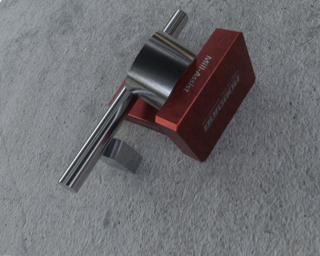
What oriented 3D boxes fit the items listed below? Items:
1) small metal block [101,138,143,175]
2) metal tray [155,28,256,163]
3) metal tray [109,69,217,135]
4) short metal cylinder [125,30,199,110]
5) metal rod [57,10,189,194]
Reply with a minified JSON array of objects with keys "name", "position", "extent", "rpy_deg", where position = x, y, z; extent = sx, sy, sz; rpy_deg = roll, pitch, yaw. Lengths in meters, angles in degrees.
[{"name":"small metal block","position":[-0.058,0.033,0.398],"extent":[0.050,0.050,0.025],"rpy_deg":[14,69,33]},{"name":"metal tray","position":[0.058,-0.035,0.354],"extent":[0.030,0.090,0.130],"rpy_deg":[25,75,36]},{"name":"metal tray","position":[0.003,-0.042,0.425],"extent":[0.130,0.030,0.090],"rpy_deg":[20,72,35]},{"name":"short metal cylinder","position":[0.003,-0.065,0.360],"extent":[0.050,0.080,0.080],"rpy_deg":[33,78,4]},{"name":"metal rod","position":[-0.034,-0.052,0.404],"extent":[0.025,0.025,0.300],"rpy_deg":[11,58,32]}]
